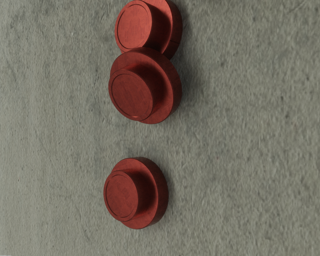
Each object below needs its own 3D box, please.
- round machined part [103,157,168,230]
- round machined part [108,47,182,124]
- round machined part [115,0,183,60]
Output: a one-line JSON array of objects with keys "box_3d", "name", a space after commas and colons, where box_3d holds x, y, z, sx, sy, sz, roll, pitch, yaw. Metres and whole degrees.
[{"box_3d": [-0.040, 0.090, 0.424, 0.098, 0.042, 0.097, 0, 90, 39], "name": "round machined part"}, {"box_3d": [-0.025, -0.048, 0.388, 0.098, 0.042, 0.097, 18, 127, 27], "name": "round machined part"}, {"box_3d": [-0.022, -0.129, 0.410, 0.098, 0.042, 0.097, 0, 90, 39], "name": "round machined part"}]
